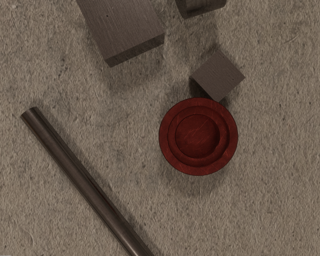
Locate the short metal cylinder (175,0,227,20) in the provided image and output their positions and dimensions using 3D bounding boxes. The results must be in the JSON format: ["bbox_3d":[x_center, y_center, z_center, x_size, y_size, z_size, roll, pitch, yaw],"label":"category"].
[{"bbox_3d":[0.044,-0.182,0.383,0.050,0.080,0.080,-18,90,0],"label":"short metal cylinder"}]

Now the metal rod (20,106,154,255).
[{"bbox_3d":[-0.080,0.097,0.408,0.025,0.025,0.300,-38,91,0],"label":"metal rod"}]

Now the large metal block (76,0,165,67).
[{"bbox_3d":[-0.048,-0.134,0.397,0.080,0.050,0.080,-25,90,-1],"label":"large metal block"}]

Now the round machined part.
[{"bbox_3d":[0.047,0.010,0.402,0.099,0.042,0.097,0,90,-1],"label":"round machined part"}]

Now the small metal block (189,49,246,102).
[{"bbox_3d":[0.075,-0.067,0.411,0.050,0.025,0.050,-43,91,0],"label":"small metal block"}]
